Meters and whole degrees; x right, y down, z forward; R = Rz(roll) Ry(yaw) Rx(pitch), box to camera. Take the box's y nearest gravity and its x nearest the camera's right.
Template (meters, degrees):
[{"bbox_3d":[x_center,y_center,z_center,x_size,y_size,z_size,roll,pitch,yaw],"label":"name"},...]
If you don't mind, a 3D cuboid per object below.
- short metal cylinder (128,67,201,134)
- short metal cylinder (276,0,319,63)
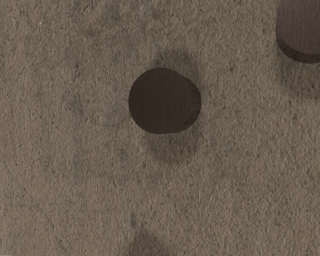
[{"bbox_3d":[0.007,-0.032,0.392,0.080,0.050,0.079,0,90,19],"label":"short metal cylinder"},{"bbox_3d":[0.169,-0.115,0.336,0.080,0.050,0.079,0,90,19],"label":"short metal cylinder"}]
